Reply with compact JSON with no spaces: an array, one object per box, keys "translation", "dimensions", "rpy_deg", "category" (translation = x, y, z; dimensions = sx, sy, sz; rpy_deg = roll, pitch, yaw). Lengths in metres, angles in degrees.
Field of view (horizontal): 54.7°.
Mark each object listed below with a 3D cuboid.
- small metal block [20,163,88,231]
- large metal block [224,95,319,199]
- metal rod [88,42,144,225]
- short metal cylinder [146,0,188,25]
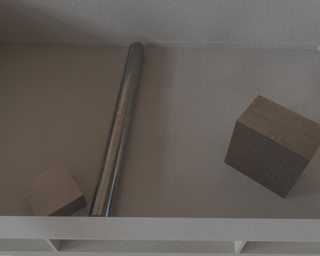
[{"translation":[-0.116,0.075,0.341],"dimensions":[0.050,0.025,0.050],"rpy_deg":[-29,56,-23],"category":"small metal block"},{"translation":[0.127,0.022,0.353],"dimensions":[0.080,0.080,0.050],"rpy_deg":[32,57,23],"category":"large metal block"},{"translation":[-0.050,-0.018,0.419],"dimensions":[0.025,0.025,0.300],"rpy_deg":[4,50,3],"category":"metal rod"},{"translation":[0.014,-0.242,0.595],"dimensions":[0.081,0.050,0.080],"rpy_deg":[0,50,0],"category":"short metal cylinder"}]
